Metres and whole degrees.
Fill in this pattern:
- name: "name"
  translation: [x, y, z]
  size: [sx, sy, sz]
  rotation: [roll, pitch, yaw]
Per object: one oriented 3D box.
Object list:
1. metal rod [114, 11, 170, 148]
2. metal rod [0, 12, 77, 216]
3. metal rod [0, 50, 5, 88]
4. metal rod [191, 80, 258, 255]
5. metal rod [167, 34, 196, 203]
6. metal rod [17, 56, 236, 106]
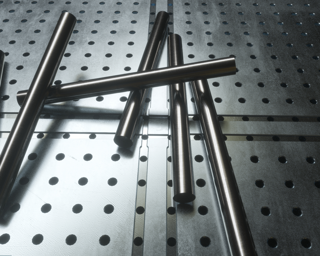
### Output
- name: "metal rod"
  translation: [-0.020, -0.096, 0.487]
  size: [0.025, 0.025, 0.300]
  rotation: [8, 50, 6]
- name: "metal rod"
  translation: [-0.162, -0.039, 0.404]
  size: [0.025, 0.025, 0.300]
  rotation: [6, 61, 5]
- name: "metal rod"
  translation: [-0.235, -0.007, 0.412]
  size: [0.025, 0.025, 0.300]
  rotation: [-9, 51, -8]
- name: "metal rod"
  translation: [0.070, 0.027, 0.385]
  size: [0.025, 0.025, 0.300]
  rotation: [-4, 50, -3]
- name: "metal rod"
  translation: [0.026, -0.037, 0.439]
  size: [0.025, 0.025, 0.300]
  rotation: [0, 50, 0]
- name: "metal rod"
  translation: [-0.049, -0.062, 0.429]
  size: [0.301, 0.025, 0.025]
  rotation: [-8, 50, 5]
